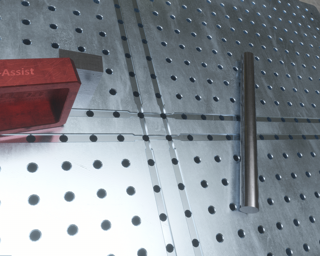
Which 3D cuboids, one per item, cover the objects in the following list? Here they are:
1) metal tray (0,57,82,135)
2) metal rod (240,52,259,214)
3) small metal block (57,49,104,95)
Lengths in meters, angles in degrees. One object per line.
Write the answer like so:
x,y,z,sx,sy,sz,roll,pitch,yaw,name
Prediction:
-0.153,-0.027,0.300,0.131,0.090,0.030,-10,67,-33,metal tray
0.141,-0.013,0.493,0.025,0.025,0.300,22,53,-16,metal rod
-0.102,-0.067,0.379,0.050,0.050,0.025,4,60,-27,small metal block
